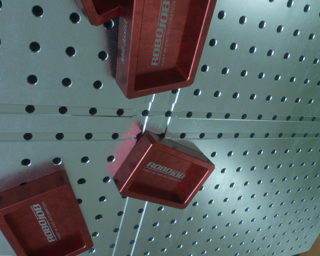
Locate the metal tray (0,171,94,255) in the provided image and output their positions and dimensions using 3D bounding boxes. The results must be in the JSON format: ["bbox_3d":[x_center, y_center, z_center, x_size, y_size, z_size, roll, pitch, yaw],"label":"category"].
[{"bbox_3d":[-0.148,0.127,0.406,0.091,0.030,0.129,-20,126,-17],"label":"metal tray"}]

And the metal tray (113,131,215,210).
[{"bbox_3d":[0.009,0.067,0.456,0.131,0.030,0.090,24,105,-37],"label":"metal tray"}]

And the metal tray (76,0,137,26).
[{"bbox_3d":[-0.042,-0.159,0.256,0.090,0.030,0.130,-31,152,-9],"label":"metal tray"}]

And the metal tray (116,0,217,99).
[{"bbox_3d":[0.004,-0.096,0.325,0.091,0.030,0.129,-15,141,-25],"label":"metal tray"}]
